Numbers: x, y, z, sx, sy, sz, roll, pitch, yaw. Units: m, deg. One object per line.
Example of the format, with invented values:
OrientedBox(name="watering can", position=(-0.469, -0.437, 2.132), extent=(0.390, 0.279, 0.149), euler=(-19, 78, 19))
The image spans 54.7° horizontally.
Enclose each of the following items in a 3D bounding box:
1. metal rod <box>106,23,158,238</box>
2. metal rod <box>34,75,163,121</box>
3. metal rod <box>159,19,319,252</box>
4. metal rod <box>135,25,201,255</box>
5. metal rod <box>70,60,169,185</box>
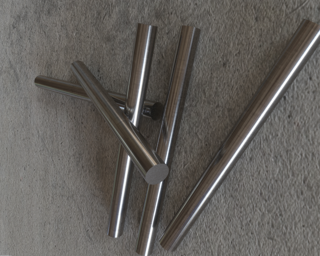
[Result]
OrientedBox(name="metal rod", position=(-0.041, 0.017, 0.413), extent=(0.025, 0.025, 0.298), euler=(26, 114, 37))
OrientedBox(name="metal rod", position=(-0.117, -0.055, 0.501), extent=(0.300, 0.025, 0.025), euler=(17, 101, 38))
OrientedBox(name="metal rod", position=(0.077, 0.026, 0.341), extent=(0.025, 0.025, 0.298), euler=(43, 116, 31))
OrientedBox(name="metal rod", position=(0.007, 0.023, 0.398), extent=(0.025, 0.025, 0.298), euler=(19, 102, 38))
OrientedBox(name="metal rod", position=(-0.070, -0.029, 0.409), extent=(0.300, 0.025, 0.025), euler=(47, 119, 48))
